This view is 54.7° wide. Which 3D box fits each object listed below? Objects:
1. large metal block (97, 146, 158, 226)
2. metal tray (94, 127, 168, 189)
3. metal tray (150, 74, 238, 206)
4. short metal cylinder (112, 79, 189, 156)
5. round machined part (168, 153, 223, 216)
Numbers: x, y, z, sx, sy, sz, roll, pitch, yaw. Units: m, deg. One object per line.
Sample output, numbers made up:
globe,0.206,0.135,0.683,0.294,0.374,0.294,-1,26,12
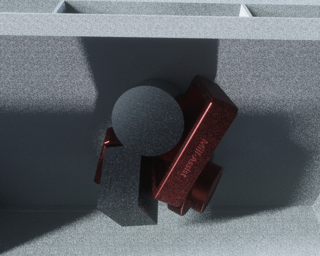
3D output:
large metal block,-0.037,0.077,0.406,0.050,0.080,0.080,-7,146,14
metal tray,-0.022,0.054,0.448,0.131,0.030,0.089,13,129,-12
metal tray,0.031,0.012,0.355,0.030,0.090,0.129,23,111,-15
short metal cylinder,-0.009,-0.014,0.359,0.080,0.050,0.079,3,107,10
round machined part,0.053,0.076,0.420,0.042,0.098,0.097,25,133,19
